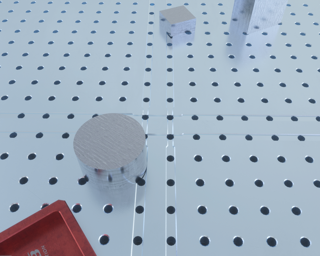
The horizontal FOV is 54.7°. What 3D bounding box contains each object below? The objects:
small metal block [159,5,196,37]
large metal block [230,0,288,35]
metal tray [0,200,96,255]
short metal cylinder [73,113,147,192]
[{"bbox_3d":[0.032,-0.199,0.575,0.050,0.025,0.050,-20,53,-16],"label":"small metal block"},{"bbox_3d":[0.183,-0.228,0.565,0.081,0.080,0.050,-22,54,-17],"label":"large metal block"},{"bbox_3d":[-0.100,0.142,0.284,0.091,0.030,0.130,-29,56,-22],"label":"metal tray"},{"bbox_3d":[-0.056,0.029,0.367,0.081,0.050,0.080,0,50,0],"label":"short metal cylinder"}]
